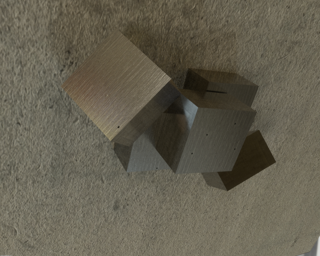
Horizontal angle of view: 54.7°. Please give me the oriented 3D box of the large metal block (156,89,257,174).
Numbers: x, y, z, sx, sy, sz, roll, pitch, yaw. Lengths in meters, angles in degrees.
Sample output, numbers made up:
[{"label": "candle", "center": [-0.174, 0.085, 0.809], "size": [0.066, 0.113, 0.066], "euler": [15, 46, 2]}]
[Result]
[{"label": "large metal block", "center": [0.051, 0.004, 0.357], "size": [0.081, 0.050, 0.079], "euler": [2, 118, -30]}]

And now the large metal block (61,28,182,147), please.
[{"label": "large metal block", "center": [-0.038, -0.039, 0.320], "size": [0.080, 0.080, 0.050], "euler": [-46, 163, 3]}]

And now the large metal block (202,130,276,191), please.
[{"label": "large metal block", "center": [0.105, 0.046, 0.452], "size": [0.080, 0.080, 0.050], "euler": [-28, 90, -11]}]

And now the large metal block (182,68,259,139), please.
[{"label": "large metal block", "center": [0.073, -0.031, 0.415], "size": [0.081, 0.050, 0.079], "euler": [0, 119, -29]}]

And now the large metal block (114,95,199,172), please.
[{"label": "large metal block", "center": [-0.006, 0.006, 0.391], "size": [0.081, 0.050, 0.079], "euler": [0, 119, -29]}]
